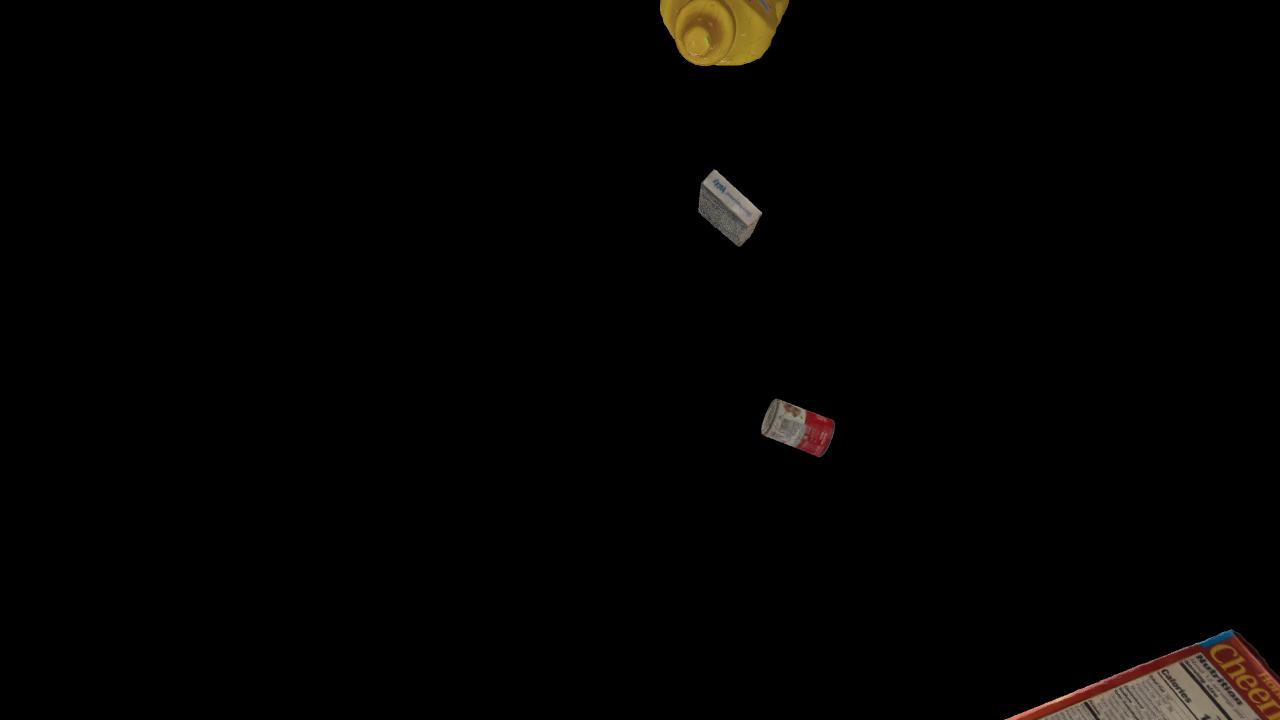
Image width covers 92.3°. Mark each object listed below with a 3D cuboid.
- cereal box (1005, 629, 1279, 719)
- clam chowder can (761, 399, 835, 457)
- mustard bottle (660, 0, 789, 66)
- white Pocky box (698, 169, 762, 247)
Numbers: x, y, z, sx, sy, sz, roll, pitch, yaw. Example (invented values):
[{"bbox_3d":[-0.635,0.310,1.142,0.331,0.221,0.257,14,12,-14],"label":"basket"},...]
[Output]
[{"bbox_3d":[0.274,0.310,0.443,0.306,0.081,0.203,-20,-41,-4],"label":"cereal box"},{"bbox_3d":[0.261,0.112,1.023,0.102,0.068,0.068,21,0,1],"label":"clam chowder can"},{"bbox_3d":[0.061,-0.265,0.464,0.092,0.184,0.054,31,-46,-8],"label":"mustard bottle"},{"bbox_3d":[0.117,-0.199,0.827,0.084,0.028,0.154,43,4,3],"label":"white Pocky box"}]
